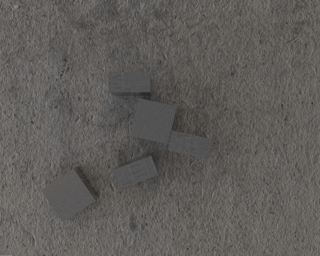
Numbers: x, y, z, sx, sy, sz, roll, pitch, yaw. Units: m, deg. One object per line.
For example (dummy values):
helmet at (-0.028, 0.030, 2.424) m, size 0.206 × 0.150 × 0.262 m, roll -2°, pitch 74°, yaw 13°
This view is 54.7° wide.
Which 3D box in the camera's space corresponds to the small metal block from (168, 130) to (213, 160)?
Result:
small metal block at (0.037, 0.020, 0.398) m, size 0.050 × 0.050 × 0.025 m, roll 13°, pitch 90°, yaw 0°

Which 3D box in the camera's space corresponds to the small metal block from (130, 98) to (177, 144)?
small metal block at (-0.008, -0.009, 0.410) m, size 0.050 × 0.025 × 0.050 m, roll 12°, pitch 90°, yaw 0°

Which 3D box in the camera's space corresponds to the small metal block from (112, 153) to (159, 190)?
small metal block at (-0.030, 0.053, 0.397) m, size 0.050 × 0.050 × 0.025 m, roll -21°, pitch 90°, yaw 0°

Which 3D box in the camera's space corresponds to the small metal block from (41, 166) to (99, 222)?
small metal block at (-0.118, 0.086, 0.409) m, size 0.050 × 0.025 × 0.050 m, roll -34°, pitch 90°, yaw 0°

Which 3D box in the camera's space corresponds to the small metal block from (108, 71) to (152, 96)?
small metal block at (-0.037, -0.056, 0.397) m, size 0.050 × 0.050 × 0.025 m, roll 0°, pitch 90°, yaw 0°
